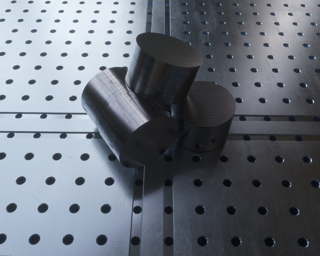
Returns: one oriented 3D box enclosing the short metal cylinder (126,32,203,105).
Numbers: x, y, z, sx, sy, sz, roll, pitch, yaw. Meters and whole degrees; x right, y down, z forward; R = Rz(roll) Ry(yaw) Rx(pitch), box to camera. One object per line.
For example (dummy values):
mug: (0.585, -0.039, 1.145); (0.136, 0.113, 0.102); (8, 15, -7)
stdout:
short metal cylinder: (0.004, -0.072, 0.368); (0.081, 0.050, 0.080); (14, 36, -10)

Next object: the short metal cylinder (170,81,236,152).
short metal cylinder: (0.054, -0.016, 0.404); (0.081, 0.050, 0.080); (0, 50, 0)

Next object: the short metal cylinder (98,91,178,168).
short metal cylinder: (-0.026, 0.002, 0.370); (0.081, 0.080, 0.050); (-27, 56, -21)

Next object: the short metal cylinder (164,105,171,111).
short metal cylinder: (0.009, -0.067, 0.447); (0.081, 0.050, 0.080); (0, 50, 0)

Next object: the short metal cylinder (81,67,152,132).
short metal cylinder: (-0.053, -0.031, 0.397); (0.081, 0.080, 0.050); (-27, 56, -21)
